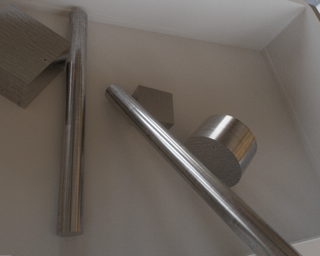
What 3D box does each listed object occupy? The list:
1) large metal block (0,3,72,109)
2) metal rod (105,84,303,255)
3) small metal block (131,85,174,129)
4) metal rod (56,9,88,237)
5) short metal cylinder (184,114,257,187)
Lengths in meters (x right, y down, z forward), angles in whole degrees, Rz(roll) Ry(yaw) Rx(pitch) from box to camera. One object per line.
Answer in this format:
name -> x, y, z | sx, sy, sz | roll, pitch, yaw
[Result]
large metal block -> -0.162, -0.082, 0.353 | 0.080, 0.050, 0.080 | 33, 51, -7
metal rod -> 0.024, 0.034, 0.313 | 0.025, 0.025, 0.300 | -14, 41, -34
small metal block -> -0.010, -0.025, 0.417 | 0.050, 0.025, 0.050 | 12, 57, -22
metal rod -> -0.101, -0.029, 0.369 | 0.025, 0.025, 0.299 | 8, 58, -25
short metal cylinder -> 0.076, 0.030, 0.395 | 0.080, 0.080, 0.050 | 44, 51, 2
